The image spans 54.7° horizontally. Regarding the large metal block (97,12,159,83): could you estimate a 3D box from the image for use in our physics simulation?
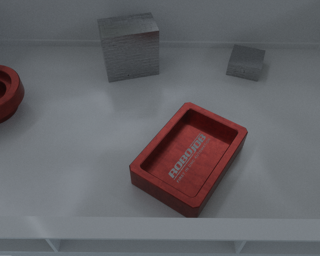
[{"bbox_3d":[-0.046,-0.122,0.471,0.081,0.080,0.050,-11,51,-10],"label":"large metal block"}]

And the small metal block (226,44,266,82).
[{"bbox_3d":[0.137,-0.105,0.495,0.050,0.025,0.050,15,52,12],"label":"small metal block"}]

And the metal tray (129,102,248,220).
[{"bbox_3d":[0.037,0.033,0.374,0.090,0.030,0.131,28,55,21],"label":"metal tray"}]

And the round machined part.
[{"bbox_3d":[-0.237,-0.040,0.425,0.099,0.042,0.098,0,50,0],"label":"round machined part"}]
